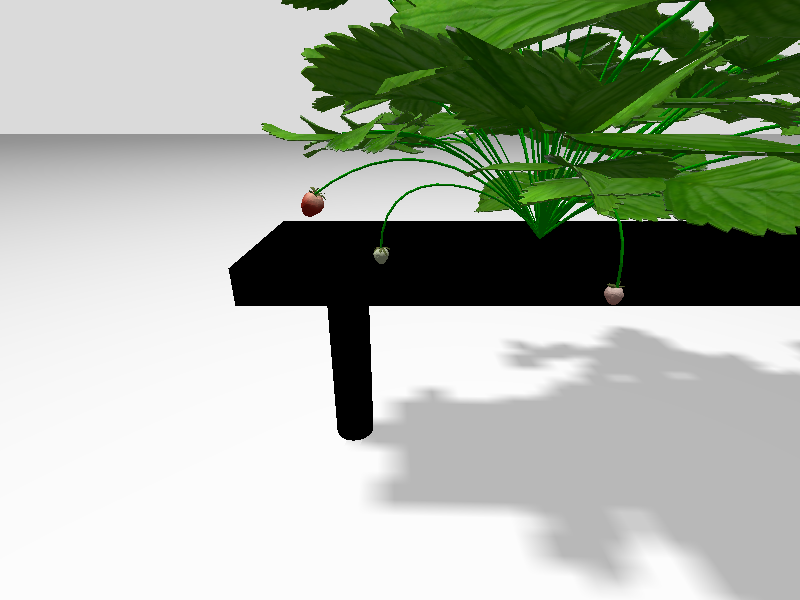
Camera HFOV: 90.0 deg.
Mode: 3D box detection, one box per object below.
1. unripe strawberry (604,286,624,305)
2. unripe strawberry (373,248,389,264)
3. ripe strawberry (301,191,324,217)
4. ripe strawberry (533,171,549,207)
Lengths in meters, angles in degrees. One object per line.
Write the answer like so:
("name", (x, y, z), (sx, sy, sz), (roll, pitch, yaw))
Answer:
("unripe strawberry", (0.117, -0.002, 0.220), (0.010, 0.011, 0.011), (1, 24, 3))
("unripe strawberry", (-0.013, -0.031, 0.281), (0.011, 0.011, 0.011), (-13, 27, -27))
("ripe strawberry", (-0.097, -0.104, 0.439), (0.024, 0.028, 0.028), (38, 32, 5))
("ripe strawberry", (0.176, -0.135, 0.482), (0.045, 0.047, 0.049), (8, 25, 17))
